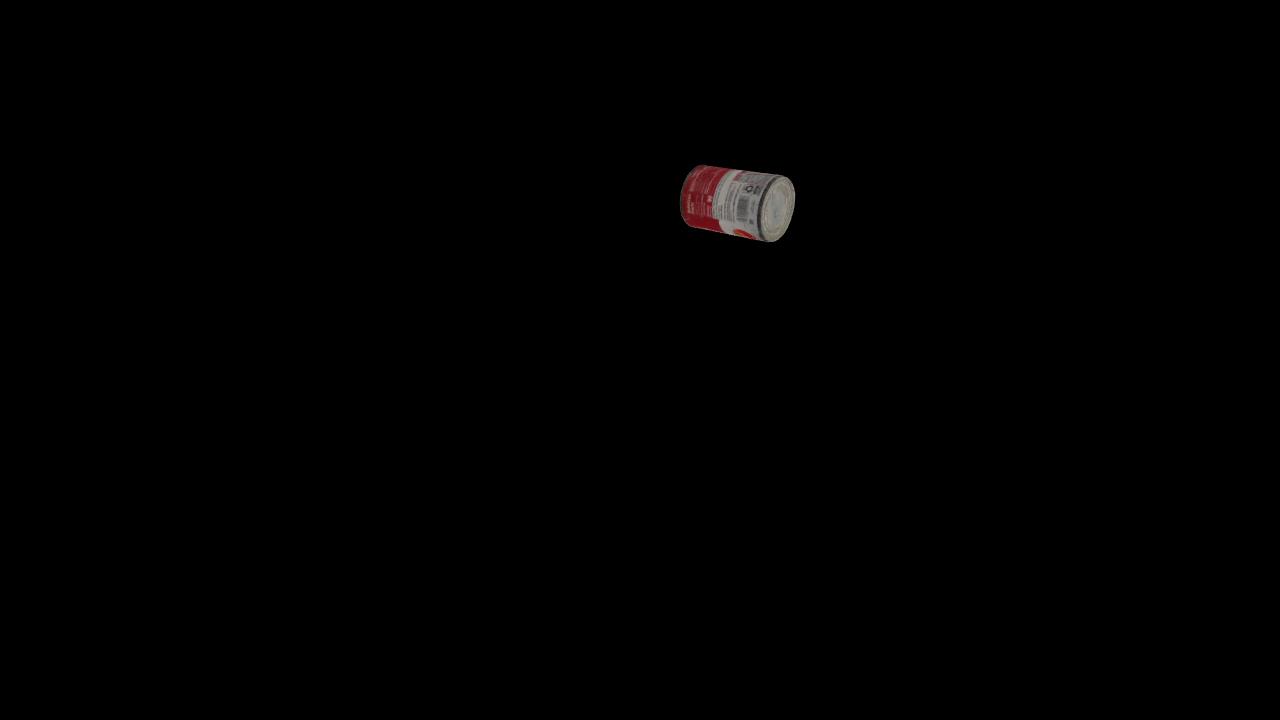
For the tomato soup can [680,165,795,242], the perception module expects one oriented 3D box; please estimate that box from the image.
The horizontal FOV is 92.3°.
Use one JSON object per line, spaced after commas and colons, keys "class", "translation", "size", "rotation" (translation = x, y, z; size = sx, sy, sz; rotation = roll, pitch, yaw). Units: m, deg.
{"class": "tomato soup can", "translation": [0.101, -0.164, 0.640], "size": [0.101, 0.068, 0.068], "rotation": [21, 13, 38]}
